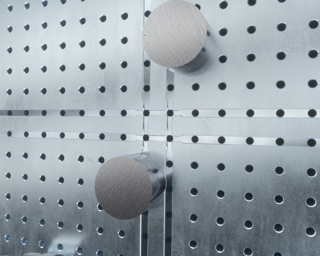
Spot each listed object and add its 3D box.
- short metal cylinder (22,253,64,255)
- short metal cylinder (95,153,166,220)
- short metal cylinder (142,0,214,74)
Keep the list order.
[{"bbox_3d":[-0.172,0.223,0.444,0.050,0.080,0.080,-5,89,20],"label":"short metal cylinder"},{"bbox_3d":[-0.039,0.075,0.413,0.080,0.050,0.079,0,90,20],"label":"short metal cylinder"},{"bbox_3d":[0.024,-0.112,0.391,0.080,0.050,0.079,0,90,20],"label":"short metal cylinder"}]
